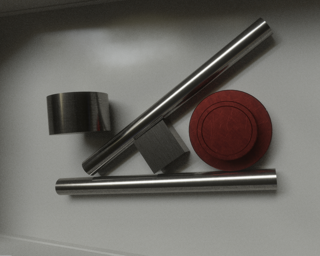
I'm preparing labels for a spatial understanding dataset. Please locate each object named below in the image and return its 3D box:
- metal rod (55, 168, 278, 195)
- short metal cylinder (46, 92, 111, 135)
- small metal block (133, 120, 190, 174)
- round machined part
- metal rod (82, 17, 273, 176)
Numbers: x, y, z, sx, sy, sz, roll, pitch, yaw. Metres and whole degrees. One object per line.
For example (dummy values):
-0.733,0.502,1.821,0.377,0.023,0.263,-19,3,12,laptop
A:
-0.006,0.073,0.410,0.301,0.025,0.025,-6,88,19,metal rod
-0.109,-0.018,0.417,0.080,0.080,0.050,-5,89,19,short metal cylinder
0.002,0.024,0.407,0.050,0.025,0.050,-37,79,16,small metal block
0.082,0.003,0.369,0.098,0.042,0.097,0,90,19,round machined part
0.012,-0.031,0.404,0.300,0.025,0.025,-38,78,15,metal rod
